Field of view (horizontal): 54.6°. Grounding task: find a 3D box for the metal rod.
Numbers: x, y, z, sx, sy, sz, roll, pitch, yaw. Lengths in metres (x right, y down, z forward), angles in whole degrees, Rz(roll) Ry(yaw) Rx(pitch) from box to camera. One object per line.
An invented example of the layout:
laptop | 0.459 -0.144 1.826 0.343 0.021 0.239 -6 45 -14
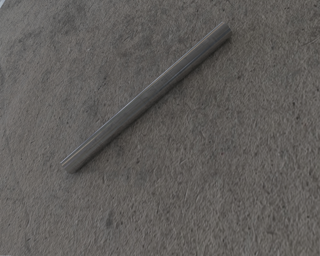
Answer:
metal rod | -0.019 -0.042 0.440 0.300 0.025 0.025 -41 51 0
